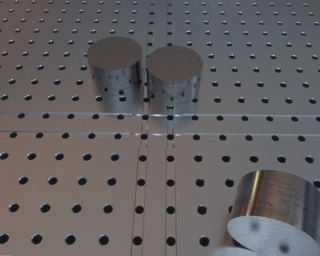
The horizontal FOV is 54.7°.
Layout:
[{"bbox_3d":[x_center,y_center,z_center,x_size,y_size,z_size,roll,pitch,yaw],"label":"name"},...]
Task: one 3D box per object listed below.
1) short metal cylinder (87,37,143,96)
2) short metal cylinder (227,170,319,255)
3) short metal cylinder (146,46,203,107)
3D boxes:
[{"bbox_3d":[-0.066,-0.094,0.470,0.081,0.050,0.080,0,50,0],"label":"short metal cylinder"},{"bbox_3d":[0.111,0.085,0.301,0.080,0.080,0.050,17,52,14],"label":"short metal cylinder"},{"bbox_3d":[0.021,-0.077,0.456,0.081,0.050,0.080,0,50,0],"label":"short metal cylinder"}]
